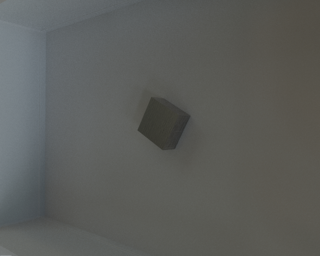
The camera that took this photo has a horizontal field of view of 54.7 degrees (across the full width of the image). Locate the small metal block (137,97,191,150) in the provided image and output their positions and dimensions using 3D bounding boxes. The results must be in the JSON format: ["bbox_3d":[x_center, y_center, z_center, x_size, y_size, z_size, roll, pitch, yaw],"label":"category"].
[{"bbox_3d":[0.004,-0.006,0.402,0.050,0.025,0.050,36,112,33],"label":"small metal block"}]
